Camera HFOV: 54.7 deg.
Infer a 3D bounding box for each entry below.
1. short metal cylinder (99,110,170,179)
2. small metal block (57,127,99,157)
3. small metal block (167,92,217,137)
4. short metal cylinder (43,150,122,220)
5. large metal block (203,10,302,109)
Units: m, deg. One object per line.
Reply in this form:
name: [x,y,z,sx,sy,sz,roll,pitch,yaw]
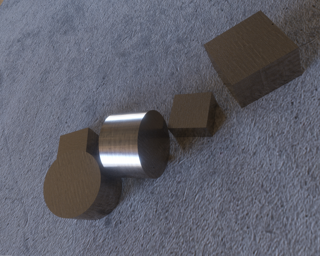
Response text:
short metal cylinder: [-0.028,0.020,0.371,0.050,0.080,0.080,-3,60,27]
small metal block: [-0.119,0.032,0.446,0.050,0.025,0.050,-16,55,19]
small metal block: [0.042,-0.016,0.392,0.050,0.025,0.050,-1,61,27]
short metal cylinder: [-0.095,0.072,0.384,0.080,0.050,0.080,-7,69,20]
large metal block: [0.112,-0.084,0.381,0.080,0.050,0.080,-30,52,9]
